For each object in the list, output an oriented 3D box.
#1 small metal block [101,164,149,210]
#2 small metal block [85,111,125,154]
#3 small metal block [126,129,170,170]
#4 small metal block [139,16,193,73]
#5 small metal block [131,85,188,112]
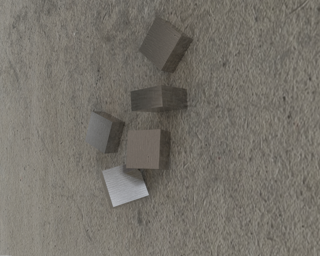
[{"bbox_3d":[-0.050,0.079,0.426,0.050,0.050,0.025,69,157,16],"label":"small metal block"},{"bbox_3d":[-0.085,0.006,0.475,0.050,0.025,0.050,26,106,37],"label":"small metal block"},{"bbox_3d":[-0.015,0.029,0.408,0.050,0.025,0.050,-3,79,31],"label":"small metal block"},{"bbox_3d":[0.007,-0.107,0.400,0.050,0.025,0.050,46,118,30],"label":"small metal block"},{"bbox_3d":[-0.001,-0.035,0.389,0.050,0.050,0.025,-6,87,40],"label":"small metal block"}]
